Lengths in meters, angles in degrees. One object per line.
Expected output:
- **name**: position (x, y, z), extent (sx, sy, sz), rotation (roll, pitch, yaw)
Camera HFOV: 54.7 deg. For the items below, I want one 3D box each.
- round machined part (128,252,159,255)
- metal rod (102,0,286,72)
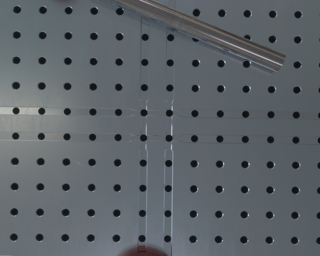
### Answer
- **round machined part**: position (-0.023, 0.219, 0.405), extent (0.099, 0.042, 0.097), rotation (0, 90, 0)
- **metal rod**: position (0.022, -0.144, 0.413), extent (0.301, 0.025, 0.025), rotation (22, 90, 0)
